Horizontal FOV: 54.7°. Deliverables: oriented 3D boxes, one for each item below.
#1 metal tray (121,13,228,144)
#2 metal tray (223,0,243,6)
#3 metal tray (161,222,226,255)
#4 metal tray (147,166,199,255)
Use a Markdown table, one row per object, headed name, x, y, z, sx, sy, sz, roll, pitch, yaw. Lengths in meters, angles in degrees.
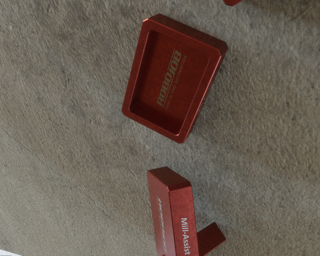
| name | x | y | z | sx | sy | sz | roll | pitch | yaw |
| --- | --- | --- | --- | --- | --- | --- | --- | --- | --- |
| metal tray | 0.012 | -0.054 | 0.362 | 0.090 | 0.030 | 0.129 | 27 | 128 | 10 |
| metal tray | 0.092 | -0.173 | 0.247 | 0.130 | 0.030 | 0.090 | -24 | 106 | 36 |
| metal tray | 0.029 | 0.195 | 0.466 | 0.030 | 0.091 | 0.129 | 57 | 132 | 20 |
| metal tray | 0.017 | 0.125 | 0.413 | 0.090 | 0.030 | 0.129 | -163 | 65 | -70 |
